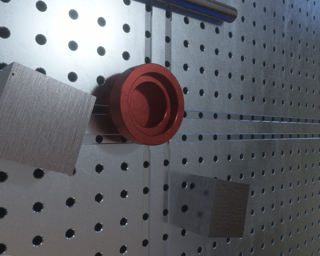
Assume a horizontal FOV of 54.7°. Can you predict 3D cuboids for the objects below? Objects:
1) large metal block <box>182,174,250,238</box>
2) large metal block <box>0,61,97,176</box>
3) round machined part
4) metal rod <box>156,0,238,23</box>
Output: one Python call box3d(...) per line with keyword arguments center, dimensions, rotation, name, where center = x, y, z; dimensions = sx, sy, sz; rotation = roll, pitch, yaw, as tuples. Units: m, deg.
box3d(center=(0.085, 0.117, 0.465), dimensions=(0.081, 0.050, 0.080), rotation=(16, 80, -39), name="large metal block")
box3d(center=(-0.118, -0.006, 0.294), dimensions=(0.080, 0.050, 0.080), rotation=(24, 75, -38), name="large metal block")
box3d(center=(-0.019, -0.028, 0.382), dimensions=(0.099, 0.042, 0.097), rotation=(0, 90, -40), name="round machined part")
box3d(center=(0.000, -0.181, 0.408), dimensions=(0.302, 0.025, 0.025), rotation=(-2, 91, -40), name="metal rod")
